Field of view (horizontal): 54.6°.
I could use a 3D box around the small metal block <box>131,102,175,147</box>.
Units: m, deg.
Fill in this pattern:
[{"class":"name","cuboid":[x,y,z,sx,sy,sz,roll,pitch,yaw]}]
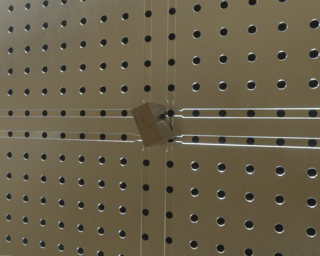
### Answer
[{"class":"small metal block","cuboid":[-0.008,-0.004,0.402,0.025,0.050,0.050,-24,83,18]}]
